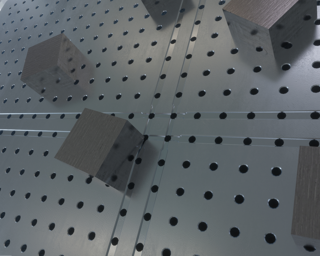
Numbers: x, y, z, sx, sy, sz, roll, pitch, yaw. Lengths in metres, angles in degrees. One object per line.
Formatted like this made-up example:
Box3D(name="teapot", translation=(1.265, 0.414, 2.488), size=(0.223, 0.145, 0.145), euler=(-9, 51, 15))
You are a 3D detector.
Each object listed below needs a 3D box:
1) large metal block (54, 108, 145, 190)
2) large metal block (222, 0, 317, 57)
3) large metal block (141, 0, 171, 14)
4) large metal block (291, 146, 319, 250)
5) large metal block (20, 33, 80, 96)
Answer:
Box3D(name="large metal block", translation=(-0.080, 0.026, 0.420), size=(0.080, 0.050, 0.080), euler=(16, 70, 34))
Box3D(name="large metal block", translation=(0.145, -0.154, 0.411), size=(0.080, 0.050, 0.080), euler=(-44, 51, -2))
Box3D(name="large metal block", translation=(-0.008, -0.267, 0.561), size=(0.080, 0.050, 0.080), euler=(-30, 52, 9))
Box3D(name="large metal block", translation=(0.163, 0.065, 0.267), size=(0.080, 0.050, 0.080), euler=(3, 63, 29))
Box3D(name="large metal block", translation=(-0.199, -0.116, 0.570), size=(0.080, 0.050, 0.080), euler=(-16, 55, 19))
